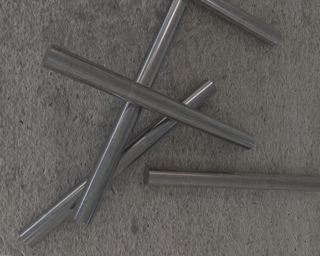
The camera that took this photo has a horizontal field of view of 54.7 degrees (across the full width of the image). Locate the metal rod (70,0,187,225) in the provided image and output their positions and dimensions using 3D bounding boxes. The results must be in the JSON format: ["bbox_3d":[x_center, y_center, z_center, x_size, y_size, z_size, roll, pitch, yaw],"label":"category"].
[{"bbox_3d":[-0.032,-0.031,0.381,0.025,0.025,0.299,27,75,-18],"label":"metal rod"}]

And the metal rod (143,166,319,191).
[{"bbox_3d":[0.124,0.077,0.454,0.302,0.025,0.025,6,88,-20],"label":"metal rod"}]

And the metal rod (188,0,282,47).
[{"bbox_3d":[0.043,-0.188,0.424,0.302,0.025,0.025,21,83,-19],"label":"metal rod"}]

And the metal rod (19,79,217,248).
[{"bbox_3d":[-0.041,0.034,0.393,0.301,0.025,0.025,-40,103,-16],"label":"metal rod"}]

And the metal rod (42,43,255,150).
[{"bbox_3d":[0.011,-0.025,0.378,0.302,0.025,0.025,21,83,-32],"label":"metal rod"}]
